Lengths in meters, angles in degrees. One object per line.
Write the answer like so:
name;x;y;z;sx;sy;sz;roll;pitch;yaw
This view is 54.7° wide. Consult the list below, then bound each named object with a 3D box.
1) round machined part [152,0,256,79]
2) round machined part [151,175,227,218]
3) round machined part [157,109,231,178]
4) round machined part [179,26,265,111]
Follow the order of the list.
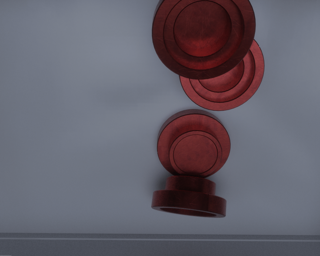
round machined part;0.042;-0.102;0.312;0.099;0.042;0.097;0;126;0
round machined part;0.040;0.092;0.417;0.099;0.098;0.042;9;70;-4
round machined part;0.045;0.027;0.413;0.099;0.042;0.097;0;110;0
round machined part;0.071;-0.073;0.376;0.099;0.042;0.097;0;110;0
